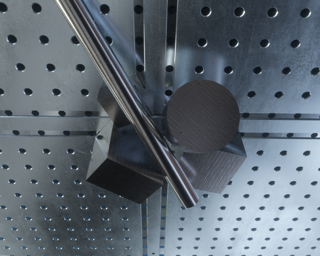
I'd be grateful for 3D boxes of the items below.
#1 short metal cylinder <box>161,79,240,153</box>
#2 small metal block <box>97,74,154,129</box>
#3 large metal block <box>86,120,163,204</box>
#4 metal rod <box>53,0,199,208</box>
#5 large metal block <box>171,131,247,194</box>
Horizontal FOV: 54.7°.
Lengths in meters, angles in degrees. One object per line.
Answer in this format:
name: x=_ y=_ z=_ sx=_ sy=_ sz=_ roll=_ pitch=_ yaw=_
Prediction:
short metal cylinder: x=0.044 y=-0.011 z=0.358 sx=0.081 sy=0.080 sz=0.050 roll=7 pitch=173 yaw=-6
small metal block: x=-0.041 y=-0.032 z=0.384 sx=0.050 sy=0.025 sz=0.050 roll=-19 pitch=128 yaw=15
large metal block: x=-0.043 y=0.041 z=0.410 sx=0.080 sy=0.080 sz=0.050 roll=30 pitch=124 yaw=-23
metal rod: x=-0.028 y=-0.019 z=0.355 sx=0.025 sy=0.025 sz=0.299 roll=-22 pitch=116 yaw=17
large metal block: x=0.061 y=0.041 z=0.430 sx=0.081 sy=0.050 sz=0.079 roll=13 pitch=129 yaw=-12
